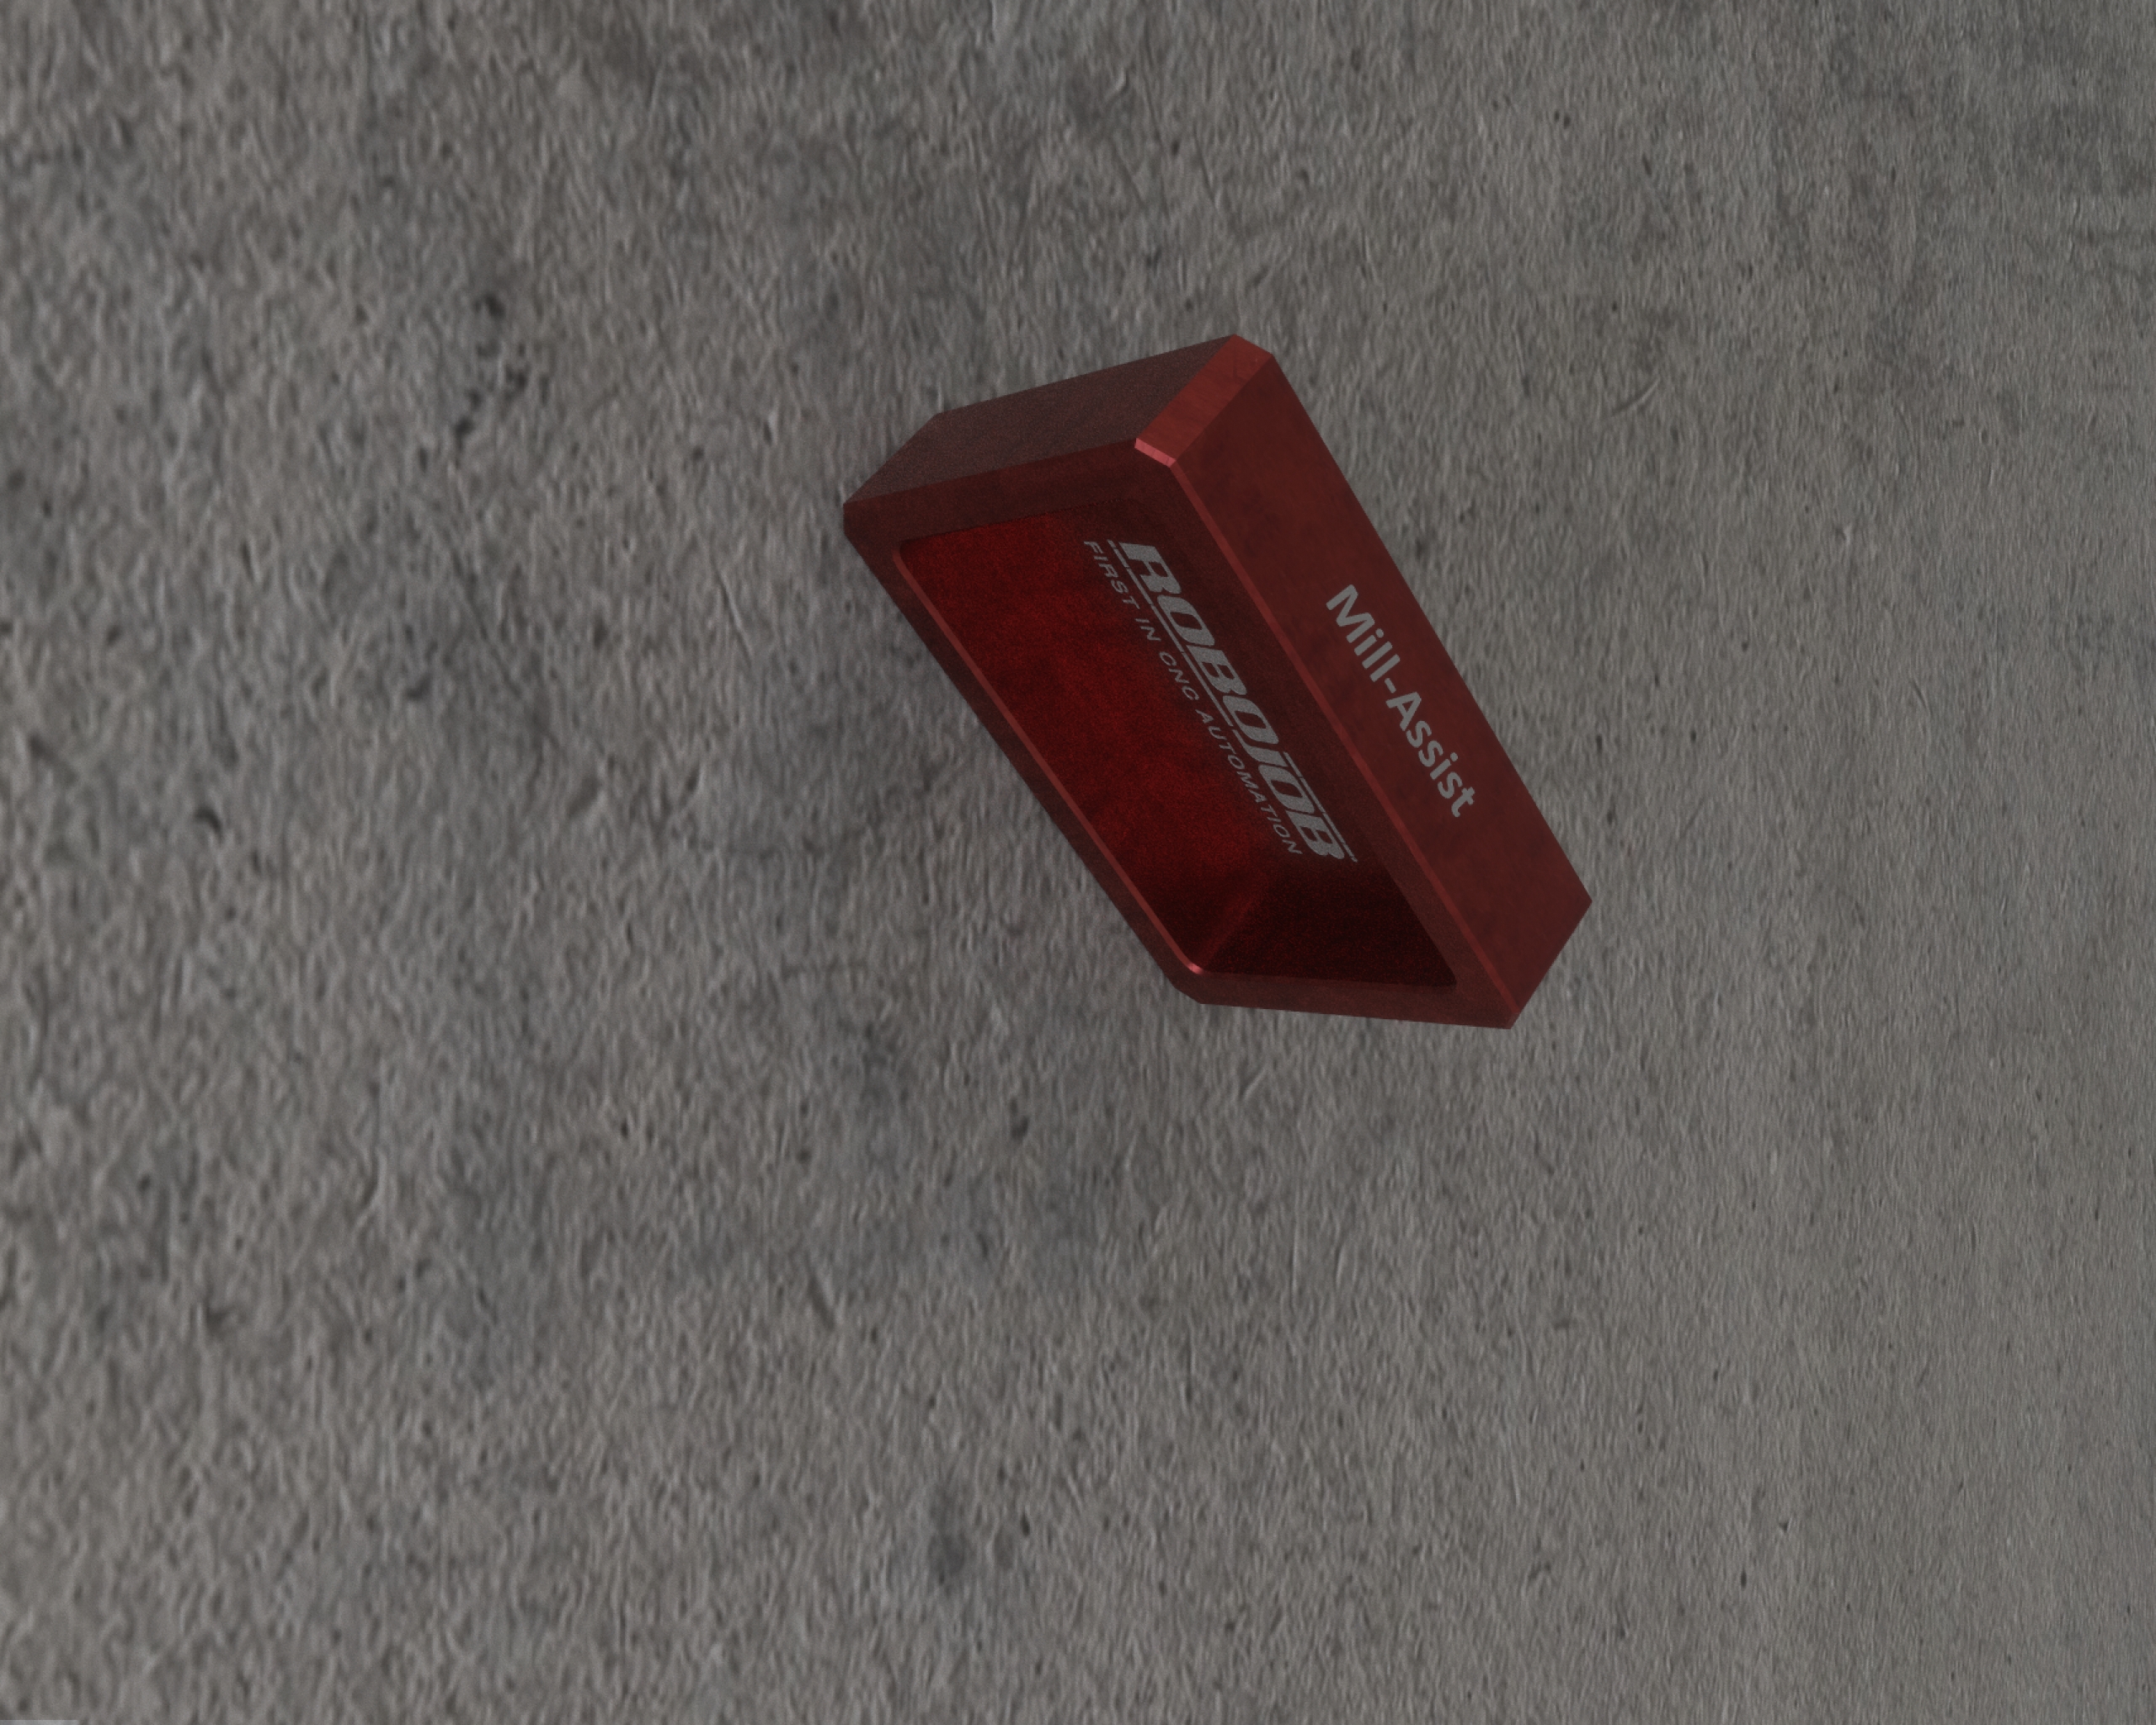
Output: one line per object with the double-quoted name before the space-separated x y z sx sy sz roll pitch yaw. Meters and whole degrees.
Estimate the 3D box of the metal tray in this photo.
"metal tray" 0.025 -0.027 0.382 0.030 0.090 0.130 -51 120 -28
